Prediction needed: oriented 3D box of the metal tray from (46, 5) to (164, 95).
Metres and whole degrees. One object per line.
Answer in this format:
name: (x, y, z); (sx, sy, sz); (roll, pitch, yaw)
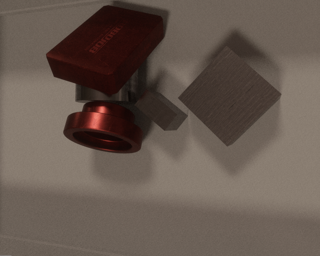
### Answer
metal tray: (-0.063, -0.103, 0.385); (0.090, 0.030, 0.130); (19, 52, 18)

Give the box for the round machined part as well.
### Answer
round machined part: (-0.070, -0.002, 0.399); (0.098, 0.098, 0.042); (2, 69, 19)

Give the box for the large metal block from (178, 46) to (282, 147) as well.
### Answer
large metal block: (0.083, -0.036, 0.368); (0.080, 0.050, 0.080); (46, 104, 14)

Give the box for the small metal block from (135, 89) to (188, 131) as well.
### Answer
small metal block: (0.003, -0.022, 0.395); (0.050, 0.050, 0.025); (41, 103, 15)

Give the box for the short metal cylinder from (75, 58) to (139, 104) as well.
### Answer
short metal cylinder: (-0.068, -0.058, 0.404); (0.080, 0.080, 0.050); (1, 91, 19)
